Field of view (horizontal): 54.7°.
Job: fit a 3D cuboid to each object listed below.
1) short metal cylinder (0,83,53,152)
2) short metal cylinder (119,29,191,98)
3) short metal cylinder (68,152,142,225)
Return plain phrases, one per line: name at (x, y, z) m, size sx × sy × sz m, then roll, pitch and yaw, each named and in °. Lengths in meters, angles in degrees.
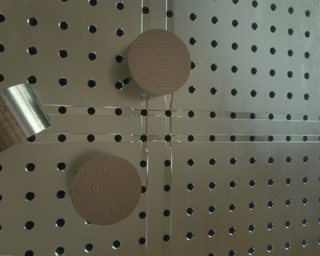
short metal cylinder at (-0.162, -0.006, 0.324) m, size 0.080 × 0.080 × 0.050 m, roll -31°, pitch 100°, yaw -17°
short metal cylinder at (-0.008, -0.080, 0.396) m, size 0.081 × 0.050 × 0.079 m, roll 0°, pitch 90°, yaw -20°
short metal cylinder at (-0.068, 0.070, 0.374) m, size 0.081 × 0.050 × 0.079 m, roll 0°, pitch 90°, yaw -20°
